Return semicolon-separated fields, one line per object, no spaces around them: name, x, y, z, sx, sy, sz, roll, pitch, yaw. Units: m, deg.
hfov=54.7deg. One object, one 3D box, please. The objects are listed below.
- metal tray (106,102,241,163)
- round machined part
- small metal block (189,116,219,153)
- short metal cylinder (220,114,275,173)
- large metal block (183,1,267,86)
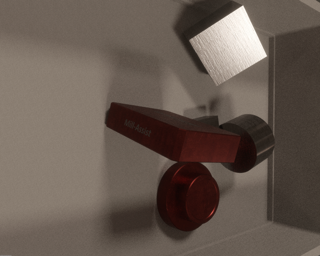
metal tray;0.011;0.003;0.347;0.091;0.130;0.030;6;101;-40
round machined part;0.047;0.097;0.437;0.099;0.042;0.097;0;90;-40
small metal block;0.064;0.010;0.463;0.050;0.025;0.050;-14;99;-39
short metal cylinder;0.128;0.023;0.481;0.050;0.080;0.079;-22;104;-38
large metal block;0.092;-0.120;0.442;0.080;0.050;0.080;-31;118;11
